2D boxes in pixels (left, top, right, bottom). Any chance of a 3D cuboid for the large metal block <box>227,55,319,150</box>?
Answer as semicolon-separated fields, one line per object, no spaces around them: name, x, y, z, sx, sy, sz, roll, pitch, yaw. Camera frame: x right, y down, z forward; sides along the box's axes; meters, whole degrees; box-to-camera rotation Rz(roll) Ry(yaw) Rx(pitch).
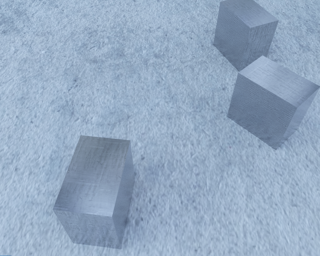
large metal block;0.140;-0.032;0.396;0.050;0.080;0.080;-36;59;-26

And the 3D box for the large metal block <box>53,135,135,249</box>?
large metal block;-0.059;0.065;0.312;0.050;0.080;0.080;6;50;4

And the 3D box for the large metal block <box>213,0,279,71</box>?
large metal block;0.133;-0.151;0.497;0.050;0.080;0.080;-19;53;-16
